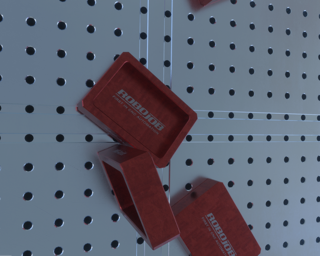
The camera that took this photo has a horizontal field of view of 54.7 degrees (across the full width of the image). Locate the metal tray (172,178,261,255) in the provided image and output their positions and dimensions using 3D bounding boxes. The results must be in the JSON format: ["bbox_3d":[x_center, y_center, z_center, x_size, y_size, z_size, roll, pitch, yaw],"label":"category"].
[{"bbox_3d":[0.077,0.150,0.440,0.090,0.030,0.130,-34,102,-17],"label":"metal tray"}]

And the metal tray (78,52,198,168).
[{"bbox_3d":[-0.025,-0.021,0.396,0.130,0.030,0.090,41,71,-16],"label":"metal tray"}]

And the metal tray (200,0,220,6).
[{"bbox_3d":[0.078,-0.253,0.439,0.091,0.030,0.129,-27,99,-18],"label":"metal tray"}]

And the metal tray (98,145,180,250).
[{"bbox_3d":[-0.029,0.068,0.347,0.030,0.130,0.090,-23,98,-19],"label":"metal tray"}]
